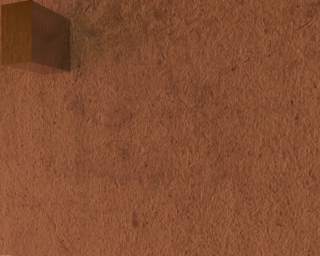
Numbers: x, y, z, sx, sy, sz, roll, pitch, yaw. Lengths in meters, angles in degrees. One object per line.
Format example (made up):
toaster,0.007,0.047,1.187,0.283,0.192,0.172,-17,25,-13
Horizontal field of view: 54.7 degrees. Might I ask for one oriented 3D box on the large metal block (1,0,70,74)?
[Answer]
large metal block,-0.174,-0.124,0.441,0.050,0.080,0.080,0,90,20
